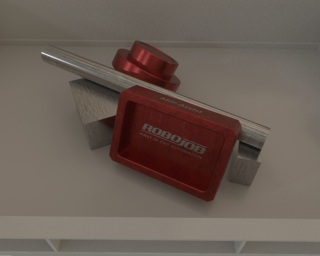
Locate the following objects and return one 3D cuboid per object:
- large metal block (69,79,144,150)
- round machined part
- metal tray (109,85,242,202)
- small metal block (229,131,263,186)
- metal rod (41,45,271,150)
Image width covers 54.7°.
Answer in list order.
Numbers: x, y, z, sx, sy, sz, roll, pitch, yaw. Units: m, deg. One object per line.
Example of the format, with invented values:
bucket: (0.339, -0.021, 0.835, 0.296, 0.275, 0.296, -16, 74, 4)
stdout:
large metal block: (-0.066, -0.028, 0.409, 0.081, 0.050, 0.080, -18, 52, -15)
round machined part: (-0.013, -0.087, 0.431, 0.098, 0.042, 0.098, 26, 20, -10)
metal tray: (0.012, 0.015, 0.344, 0.130, 0.089, 0.030, 21, 26, 16)
small metal block: (0.101, 0.031, 0.362, 0.025, 0.050, 0.050, 11, 51, 9)
metal rod: (-0.019, -0.044, 0.374, 0.301, 0.025, 0.025, 23, 54, 18)
